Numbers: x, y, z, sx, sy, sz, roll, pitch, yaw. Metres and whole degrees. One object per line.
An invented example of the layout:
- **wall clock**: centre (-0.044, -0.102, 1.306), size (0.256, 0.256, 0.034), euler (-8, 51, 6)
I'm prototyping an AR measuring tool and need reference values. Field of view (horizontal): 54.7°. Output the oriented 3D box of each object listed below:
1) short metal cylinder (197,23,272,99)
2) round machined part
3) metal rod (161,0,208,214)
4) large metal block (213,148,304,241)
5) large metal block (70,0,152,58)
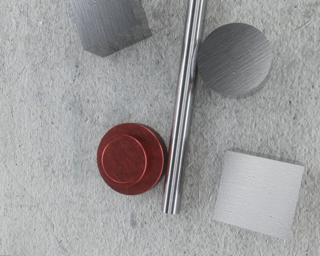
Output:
- **short metal cylinder**: centre (0.089, -0.076, 0.364), size (0.080, 0.050, 0.079), euler (0, 90, 19)
- **round machined part**: centre (-0.042, 0.042, 0.414), size (0.098, 0.042, 0.097), euler (0, 90, 19)
- **metal rod**: centre (0.032, -0.040, 0.396), size (0.025, 0.025, 0.298), euler (8, 93, 19)
- **large metal block**: centre (0.112, 0.071, 0.356), size (0.080, 0.050, 0.079), euler (11, 94, 19)
- **large metal block**: centre (-0.067, -0.152, 0.418), size (0.080, 0.050, 0.080), euler (-19, 84, 18)
